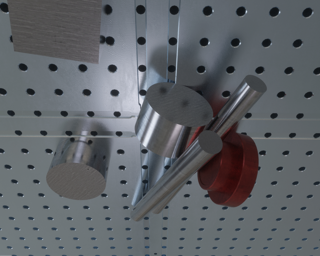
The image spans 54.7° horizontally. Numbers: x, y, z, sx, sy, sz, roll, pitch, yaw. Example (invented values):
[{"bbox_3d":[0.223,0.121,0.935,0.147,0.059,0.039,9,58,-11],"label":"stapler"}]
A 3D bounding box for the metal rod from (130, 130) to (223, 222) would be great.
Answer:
[{"bbox_3d":[0.004,0.082,0.417,0.025,0.025,0.298,14,149,-12],"label":"metal rod"}]

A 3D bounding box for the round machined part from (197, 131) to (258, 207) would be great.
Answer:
[{"bbox_3d":[0.083,0.051,0.408,0.042,0.098,0.097,15,129,-15],"label":"round machined part"}]

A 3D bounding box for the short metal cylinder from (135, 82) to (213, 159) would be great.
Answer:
[{"bbox_3d":[0.015,-0.010,0.367,0.081,0.080,0.050,14,129,-12],"label":"short metal cylinder"}]

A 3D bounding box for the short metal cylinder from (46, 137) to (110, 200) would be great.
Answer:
[{"bbox_3d":[-0.115,0.059,0.444,0.081,0.050,0.079,0,130,0],"label":"short metal cylinder"}]

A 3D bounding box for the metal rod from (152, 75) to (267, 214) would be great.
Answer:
[{"bbox_3d":[0.045,0.045,0.419,0.025,0.025,0.298,16,138,-13],"label":"metal rod"}]

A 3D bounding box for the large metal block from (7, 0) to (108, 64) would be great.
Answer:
[{"bbox_3d":[-0.094,-0.115,0.297,0.081,0.050,0.079,8,130,-7],"label":"large metal block"}]
